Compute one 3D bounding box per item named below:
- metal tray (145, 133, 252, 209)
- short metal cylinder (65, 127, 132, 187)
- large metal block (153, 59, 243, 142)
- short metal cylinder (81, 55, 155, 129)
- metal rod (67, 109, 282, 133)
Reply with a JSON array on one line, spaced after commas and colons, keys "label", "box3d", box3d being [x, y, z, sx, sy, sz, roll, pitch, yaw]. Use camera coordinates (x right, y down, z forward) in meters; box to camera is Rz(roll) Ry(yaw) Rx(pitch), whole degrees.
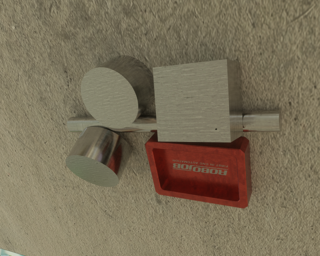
[{"label": "metal tray", "box3d": [0.051, 0.053, 0.410, 0.130, 0.030, 0.089, 3, 120, 26]}, {"label": "short metal cylinder", "box3d": [-0.088, 0.043, 0.449, 0.080, 0.050, 0.080, 14, 144, 11]}, {"label": "large metal block", "box3d": [0.042, -0.028, 0.336, 0.080, 0.050, 0.079, -1, 97, 28]}, {"label": "short metal cylinder", "box3d": [-0.051, -0.046, 0.391, 0.080, 0.050, 0.079, 13, 123, 21]}, {"label": "metal rod", "box3d": [-0.002, -0.007, 0.407, 0.300, 0.025, 0.025, -1, 118, 28]}]
